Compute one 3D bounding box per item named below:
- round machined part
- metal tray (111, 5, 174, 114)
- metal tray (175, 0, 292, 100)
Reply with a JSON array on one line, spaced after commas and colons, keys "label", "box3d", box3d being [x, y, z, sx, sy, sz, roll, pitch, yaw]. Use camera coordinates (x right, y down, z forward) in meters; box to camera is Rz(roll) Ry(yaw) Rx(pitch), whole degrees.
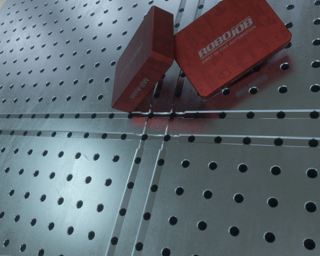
[{"label": "round machined part", "box3d": [0.091, -0.130, 0.429, 0.098, 0.042, 0.098, -13, 56, 21]}, {"label": "metal tray", "box3d": [-0.027, -0.090, 0.428, 0.129, 0.030, 0.090, -43, 38, 49]}, {"label": "metal tray", "box3d": [0.085, -0.108, 0.397, 0.130, 0.030, 0.090, -34, 82, 8]}]
